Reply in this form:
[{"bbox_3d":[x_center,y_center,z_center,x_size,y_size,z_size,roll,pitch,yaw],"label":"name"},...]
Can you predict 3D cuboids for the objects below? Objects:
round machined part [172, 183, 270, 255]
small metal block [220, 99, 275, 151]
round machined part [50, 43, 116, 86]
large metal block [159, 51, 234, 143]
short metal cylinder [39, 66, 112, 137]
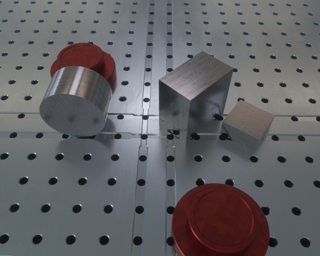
[{"bbox_3d":[0.061,0.098,0.314,0.099,0.042,0.098,0,50,0],"label":"round machined part"},{"bbox_3d":[0.116,-0.004,0.412,0.050,0.025,0.050,29,56,22],"label":"small metal block"},{"bbox_3d":[-0.118,-0.094,0.475,0.099,0.042,0.098,0,50,0],"label":"round machined part"},{"bbox_3d":[0.045,-0.040,0.406,0.080,0.080,0.050,-37,59,-27],"label":"large metal block"},{"bbox_3d":[-0.106,-0.032,0.398,0.080,0.080,0.050,3,50,2],"label":"short metal cylinder"}]
